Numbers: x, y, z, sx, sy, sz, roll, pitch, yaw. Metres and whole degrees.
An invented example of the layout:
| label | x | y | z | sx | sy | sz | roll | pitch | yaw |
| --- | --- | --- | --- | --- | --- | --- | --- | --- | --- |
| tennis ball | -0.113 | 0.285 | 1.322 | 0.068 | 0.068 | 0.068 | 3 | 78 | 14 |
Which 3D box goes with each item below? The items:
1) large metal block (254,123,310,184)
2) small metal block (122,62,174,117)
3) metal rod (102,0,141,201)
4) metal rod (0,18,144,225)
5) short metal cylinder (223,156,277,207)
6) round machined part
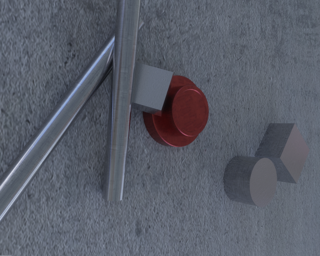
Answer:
| label | x | y | z | sx | sy | sz | roll | pitch | yaw |
| --- | --- | --- | --- | --- | --- | --- | --- | --- | --- |
| large metal block | 0.234 | 0.047 | 0.588 | 0.080 | 0.050 | 0.080 | 49 | 61 | -29 |
| small metal block | -0.015 | -0.047 | 0.376 | 0.050 | 0.025 | 0.050 | 16 | 76 | 4 |
| metal rod | -0.040 | -0.066 | 0.342 | 0.025 | 0.025 | 0.298 | -1 | 100 | -40 |
| metal rod | -0.100 | -0.012 | 0.321 | 0.025 | 0.025 | 0.300 | 45 | 63 | -31 |
| short metal cylinder | 0.152 | 0.088 | 0.519 | 0.081 | 0.050 | 0.079 | 0 | 90 | -40 |
| round machined part | 0.028 | -0.023 | 0.420 | 0.099 | 0.042 | 0.097 | 0 | 90 | -40 |
